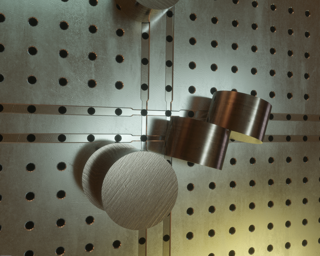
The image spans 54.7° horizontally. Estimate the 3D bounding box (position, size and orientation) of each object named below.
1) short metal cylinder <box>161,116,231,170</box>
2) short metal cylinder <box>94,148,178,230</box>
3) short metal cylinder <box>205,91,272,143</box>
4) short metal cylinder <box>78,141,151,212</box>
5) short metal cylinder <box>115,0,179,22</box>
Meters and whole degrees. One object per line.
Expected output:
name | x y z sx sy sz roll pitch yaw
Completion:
short metal cylinder | 0.046 0.020 0.400 0.081 0.080 0.050 17 85 -19
short metal cylinder | -0.027 0.063 0.336 0.081 0.050 0.079 0 90 -20
short metal cylinder | 0.105 -0.014 0.422 0.081 0.080 0.050 18 84 -19
short metal cylinder | -0.057 0.057 0.378 0.081 0.050 0.079 0 90 -20
short metal cylinder | -0.015 -0.182 0.393 0.081 0.050 0.079 0 90 -20
